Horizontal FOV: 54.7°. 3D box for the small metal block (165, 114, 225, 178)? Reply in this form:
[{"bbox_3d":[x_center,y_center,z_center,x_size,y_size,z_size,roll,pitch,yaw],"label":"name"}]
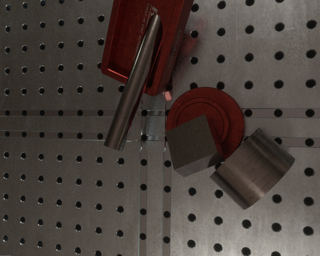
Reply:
[{"bbox_3d":[0.038,0.020,0.343,0.050,0.025,0.050,-25,52,18],"label":"small metal block"}]

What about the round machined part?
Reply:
[{"bbox_3d":[0.054,-0.002,0.384,0.098,0.042,0.097,0,90,19],"label":"round machined part"}]

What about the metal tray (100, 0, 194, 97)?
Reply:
[{"bbox_3d":[-0.020,-0.116,0.393,0.090,0.030,0.129,26,118,17],"label":"metal tray"}]

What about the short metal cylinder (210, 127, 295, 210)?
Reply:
[{"bbox_3d":[0.102,0.045,0.347,0.050,0.080,0.080,45,104,13],"label":"short metal cylinder"}]

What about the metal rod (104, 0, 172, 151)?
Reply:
[{"bbox_3d":[-0.008,-0.116,0.390,0.025,0.025,0.299,18,87,18],"label":"metal rod"}]
